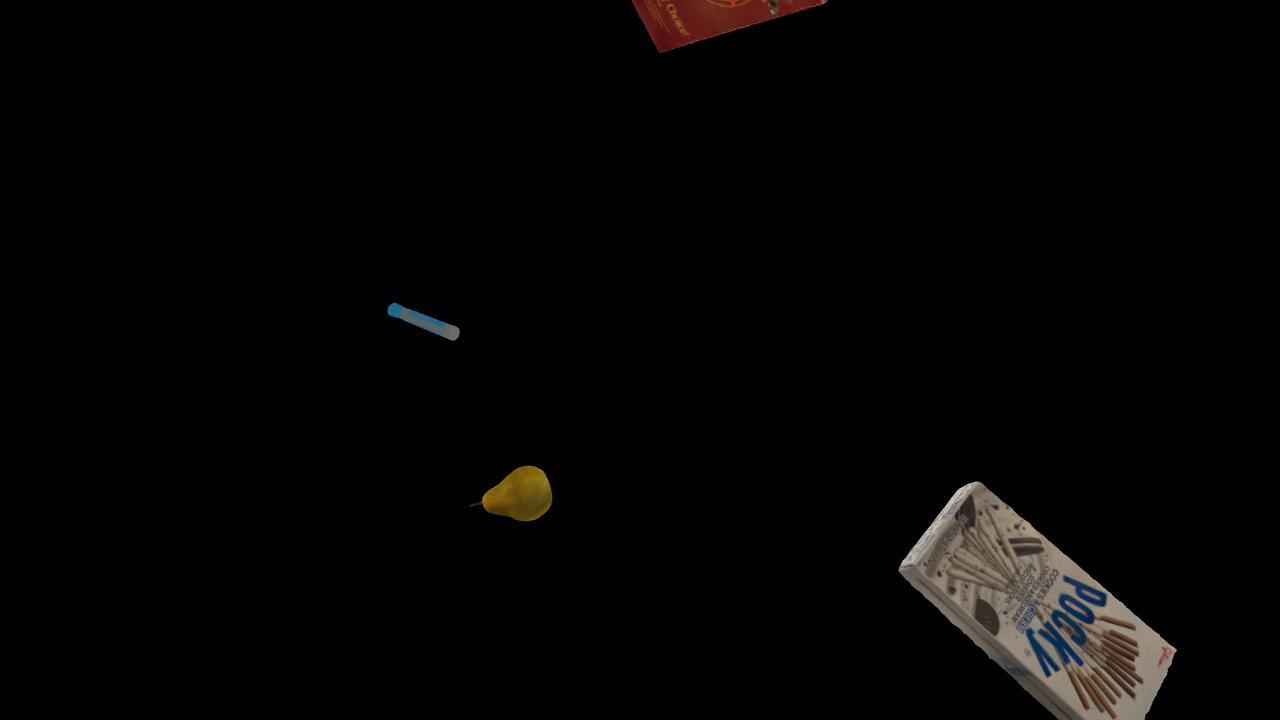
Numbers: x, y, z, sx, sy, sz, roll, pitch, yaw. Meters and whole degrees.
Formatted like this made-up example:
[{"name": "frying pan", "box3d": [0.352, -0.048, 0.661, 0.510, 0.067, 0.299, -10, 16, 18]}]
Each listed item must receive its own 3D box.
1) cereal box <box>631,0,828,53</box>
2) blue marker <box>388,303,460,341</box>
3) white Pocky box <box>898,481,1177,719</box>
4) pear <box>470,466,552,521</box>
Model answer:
[{"name": "cereal box", "box3d": [0.094, -0.533, 0.787, 0.306, 0.081, 0.203, 15, -29, 50]}, {"name": "blue marker", "box3d": [-0.288, -0.052, 0.811, 0.121, 0.020, 0.020, 20, 9, 25]}, {"name": "white Pocky box", "box3d": [0.257, 0.163, 0.403, 0.084, 0.154, 0.028, -41, -15, -21]}, {"name": "pear", "box3d": [-0.182, 0.192, 0.864, 0.111, 0.080, 0.080, -13, 4, -19]}]
